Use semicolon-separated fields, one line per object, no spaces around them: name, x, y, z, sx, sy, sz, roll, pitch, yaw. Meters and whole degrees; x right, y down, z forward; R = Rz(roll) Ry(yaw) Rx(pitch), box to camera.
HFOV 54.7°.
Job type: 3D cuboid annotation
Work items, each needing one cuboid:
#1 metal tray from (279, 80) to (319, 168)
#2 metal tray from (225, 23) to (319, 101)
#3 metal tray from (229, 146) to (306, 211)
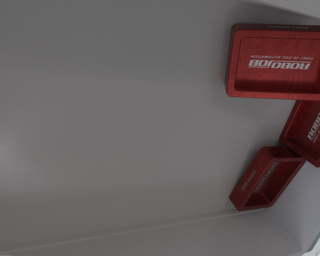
metal tray;0.258;-0.013;0.498;0.030;0.090;0.129;1;118;-29
metal tray;0.154;-0.084;0.397;0.131;0.030;0.089;3;122;5
metal tray;0.191;0.091;0.553;0.091;0.030;0.129;2;126;-30
